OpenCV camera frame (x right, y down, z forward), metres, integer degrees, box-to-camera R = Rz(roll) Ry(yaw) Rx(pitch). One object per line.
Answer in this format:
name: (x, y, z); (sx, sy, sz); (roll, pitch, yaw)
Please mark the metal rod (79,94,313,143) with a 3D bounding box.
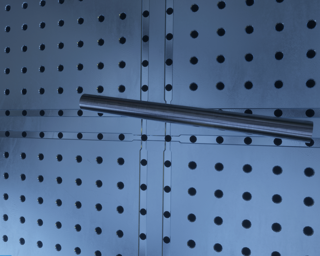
metal rod: (0.031, -0.016, 0.400); (0.301, 0.025, 0.025); (9, 93, 19)
